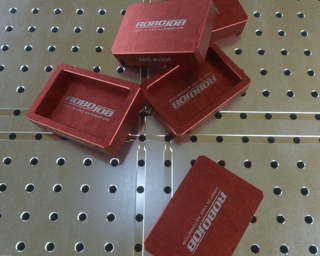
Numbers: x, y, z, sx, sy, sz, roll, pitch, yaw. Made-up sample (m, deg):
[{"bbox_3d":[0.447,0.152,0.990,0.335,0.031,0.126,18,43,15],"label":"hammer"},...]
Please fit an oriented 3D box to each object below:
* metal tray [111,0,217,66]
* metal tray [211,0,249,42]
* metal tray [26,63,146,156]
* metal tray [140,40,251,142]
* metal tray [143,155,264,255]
[{"bbox_3d":[0.004,-0.133,0.431,0.130,0.030,0.090,6,68,27],"label":"metal tray"},{"bbox_3d":[0.066,-0.195,0.481,0.091,0.030,0.130,-20,71,-8],"label":"metal tray"},{"bbox_3d":[-0.095,-0.027,0.400,0.130,0.030,0.090,18,70,21],"label":"metal tray"},{"bbox_3d":[0.047,-0.054,0.429,0.131,0.030,0.090,-36,74,-13],"label":"metal tray"},{"bbox_3d":[0.052,0.110,0.370,0.090,0.030,0.130,32,73,10],"label":"metal tray"}]
